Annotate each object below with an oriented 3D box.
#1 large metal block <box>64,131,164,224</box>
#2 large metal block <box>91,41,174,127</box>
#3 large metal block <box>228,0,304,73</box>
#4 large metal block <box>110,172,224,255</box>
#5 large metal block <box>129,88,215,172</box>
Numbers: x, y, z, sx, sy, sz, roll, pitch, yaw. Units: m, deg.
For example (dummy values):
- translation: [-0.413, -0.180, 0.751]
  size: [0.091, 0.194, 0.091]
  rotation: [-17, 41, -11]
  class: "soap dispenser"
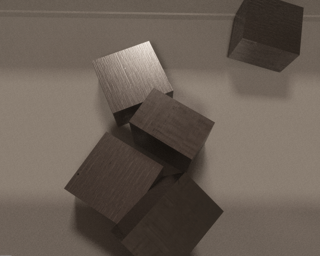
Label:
- translation: [-0.051, 0.064, 0.372]
  size: [0.080, 0.050, 0.080]
  rotation: [31, 73, 10]
  class: "large metal block"
- translation: [-0.036, -0.058, 0.417]
  size: [0.080, 0.050, 0.080]
  rotation: [-22, 72, -8]
  class: "large metal block"
- translation: [0.150, -0.136, 0.441]
  size: [0.080, 0.050, 0.080]
  rotation: [15, 71, -5]
  class: "large metal block"
- translation: [0.003, 0.092, 0.302]
  size: [0.050, 0.080, 0.080]
  rotation: [46, 71, -2]
  class: "large metal block"
- translation: [0.013, 0.007, 0.378]
  size: [0.080, 0.080, 0.050]
  rotation: [31, 73, 10]
  class: "large metal block"
